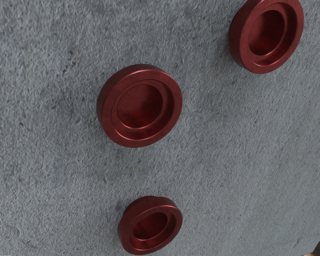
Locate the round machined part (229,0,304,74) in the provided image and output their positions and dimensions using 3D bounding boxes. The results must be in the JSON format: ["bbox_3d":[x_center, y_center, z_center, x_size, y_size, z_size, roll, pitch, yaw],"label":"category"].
[{"bbox_3d":[0.127,-0.121,0.390,0.099,0.042,0.097,-14,124,-21],"label":"round machined part"}]

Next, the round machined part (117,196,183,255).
[{"bbox_3d":[-0.018,0.143,0.474,0.099,0.042,0.097,-14,124,-21],"label":"round machined part"}]

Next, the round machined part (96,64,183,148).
[{"bbox_3d":[-0.026,-0.029,0.363,0.099,0.042,0.097,-14,124,-21],"label":"round machined part"}]
